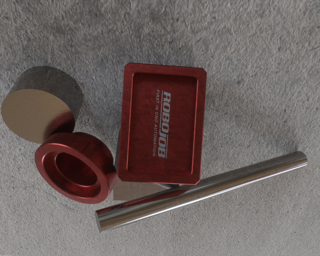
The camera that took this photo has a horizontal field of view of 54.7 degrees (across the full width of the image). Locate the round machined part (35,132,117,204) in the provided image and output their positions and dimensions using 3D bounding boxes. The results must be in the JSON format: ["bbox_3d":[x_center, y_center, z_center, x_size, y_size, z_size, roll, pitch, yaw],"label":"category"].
[{"bbox_3d":[-0.096,0.043,0.375,0.098,0.042,0.097,12,131,15],"label":"round machined part"}]

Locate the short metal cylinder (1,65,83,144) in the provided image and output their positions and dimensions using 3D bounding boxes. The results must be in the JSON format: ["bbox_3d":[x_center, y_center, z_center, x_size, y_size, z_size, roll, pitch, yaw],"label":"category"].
[{"bbox_3d":[-0.137,-0.027,0.368,0.081,0.050,0.079,0,130,0],"label":"short metal cylinder"}]

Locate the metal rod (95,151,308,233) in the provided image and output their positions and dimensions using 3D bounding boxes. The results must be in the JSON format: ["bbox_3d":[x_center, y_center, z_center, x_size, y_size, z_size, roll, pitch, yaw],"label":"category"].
[{"bbox_3d":[0.069,0.074,0.396,0.303,0.025,0.025,-12,134,-23],"label":"metal rod"}]

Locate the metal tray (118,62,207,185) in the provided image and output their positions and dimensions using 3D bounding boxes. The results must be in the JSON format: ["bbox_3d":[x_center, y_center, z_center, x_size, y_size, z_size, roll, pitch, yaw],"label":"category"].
[{"bbox_3d":[0.002,-0.004,0.352,0.091,0.030,0.129,4,90,-4],"label":"metal tray"}]

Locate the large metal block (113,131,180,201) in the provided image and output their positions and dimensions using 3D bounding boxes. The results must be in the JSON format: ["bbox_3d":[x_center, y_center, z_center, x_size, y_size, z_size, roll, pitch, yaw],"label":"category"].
[{"bbox_3d":[-0.018,0.051,0.415,0.081,0.080,0.050,4,130,-4],"label":"large metal block"}]
